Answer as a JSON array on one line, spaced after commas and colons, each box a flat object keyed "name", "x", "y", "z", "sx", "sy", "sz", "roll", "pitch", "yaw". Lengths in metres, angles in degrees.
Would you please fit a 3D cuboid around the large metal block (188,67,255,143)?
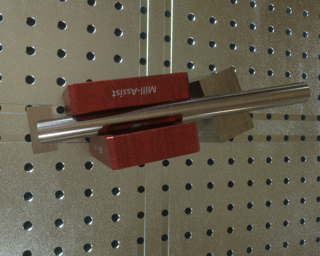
[{"name": "large metal block", "x": 0.067, "y": -0.028, "z": 0.408, "sx": 0.050, "sy": 0.080, "sz": 0.080, "roll": -24, "pitch": 98, "yaw": -19}]

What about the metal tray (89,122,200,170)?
[{"name": "metal tray", "x": -0.025, "y": 0.015, "z": 0.348, "sx": 0.091, "sy": 0.130, "sz": 0.030, "roll": -10, "pitch": 94, "yaw": -20}]

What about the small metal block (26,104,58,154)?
[{"name": "small metal block", "x": -0.133, "y": 0.001, "z": 0.350, "sx": 0.025, "sy": 0.050, "sz": 0.050, "roll": -9, "pitch": 93, "yaw": -20}]

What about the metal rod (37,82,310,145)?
[{"name": "metal rod", "x": 0.025, "y": -0.019, "z": 0.343, "sx": 0.302, "sy": 0.025, "sz": 0.025, "roll": -9, "pitch": 94, "yaw": -11}]

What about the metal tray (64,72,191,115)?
[{"name": "metal tray", "x": -0.042, "y": -0.039, "z": 0.362, "sx": 0.131, "sy": 0.090, "sz": 0.030, "roll": -10, "pitch": 95, "yaw": -20}]
